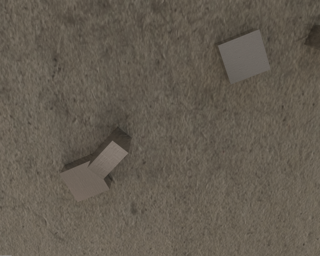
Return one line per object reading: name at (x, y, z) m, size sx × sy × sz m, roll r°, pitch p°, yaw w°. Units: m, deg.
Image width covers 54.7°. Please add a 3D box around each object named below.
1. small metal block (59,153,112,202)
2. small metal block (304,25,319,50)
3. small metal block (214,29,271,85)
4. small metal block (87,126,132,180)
small metal block at (-0.103, 0.069, 0.434) m, size 0.050 × 0.025 × 0.050 m, roll -23°, pitch 109°, yaw 8°
small metal block at (0.208, -0.099, 0.363) m, size 0.050 × 0.050 × 0.025 m, roll 18°, pitch 109°, yaw -7°
small metal block at (0.100, -0.088, 0.379) m, size 0.050 × 0.025 × 0.050 m, roll -21°, pitch 109°, yaw 7°
small metal block at (-0.065, 0.032, 0.407) m, size 0.025 × 0.050 × 0.050 m, roll 40°, pitch 105°, yaw -14°
